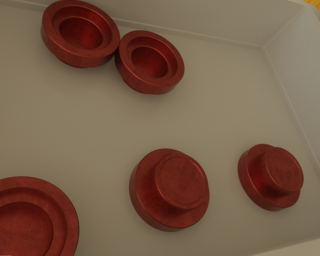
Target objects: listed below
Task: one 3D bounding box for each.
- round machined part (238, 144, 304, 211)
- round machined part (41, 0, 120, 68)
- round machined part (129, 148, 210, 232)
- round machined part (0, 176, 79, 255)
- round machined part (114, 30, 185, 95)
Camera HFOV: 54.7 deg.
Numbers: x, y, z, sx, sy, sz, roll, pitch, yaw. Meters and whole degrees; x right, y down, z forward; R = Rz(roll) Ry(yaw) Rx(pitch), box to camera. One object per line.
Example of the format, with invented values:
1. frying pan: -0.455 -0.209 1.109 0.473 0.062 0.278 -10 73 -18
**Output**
1. round machined part: 0.165 0.066 0.446 0.099 0.042 0.098 14 56 -21
2. round machined part: -0.106 -0.119 0.411 0.099 0.042 0.098 14 56 -21
3. round machined part: 0.017 0.068 0.364 0.099 0.042 0.098 14 56 -21
4. round machined part: -0.125 0.095 0.270 0.099 0.042 0.098 14 56 -21
5. round machined part: -0.018 -0.087 0.440 0.099 0.042 0.098 14 56 -21
